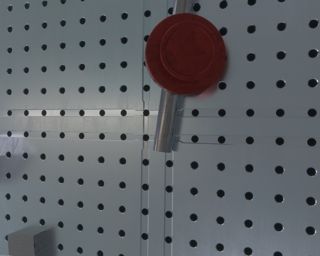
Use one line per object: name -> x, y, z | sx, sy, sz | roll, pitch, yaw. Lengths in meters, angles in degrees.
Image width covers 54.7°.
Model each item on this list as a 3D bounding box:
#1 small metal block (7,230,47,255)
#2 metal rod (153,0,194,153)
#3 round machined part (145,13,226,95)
small metal block -> -0.208, 0.189, 0.486 | 0.050, 0.025, 0.050 | -5, 88, 19
metal rod -> 0.024, -0.117, 0.403 | 0.025, 0.025, 0.298 | 9, 93, 19
round machined part -> 0.032, -0.089, 0.372 | 0.099, 0.042, 0.097 | 0, 94, -6
